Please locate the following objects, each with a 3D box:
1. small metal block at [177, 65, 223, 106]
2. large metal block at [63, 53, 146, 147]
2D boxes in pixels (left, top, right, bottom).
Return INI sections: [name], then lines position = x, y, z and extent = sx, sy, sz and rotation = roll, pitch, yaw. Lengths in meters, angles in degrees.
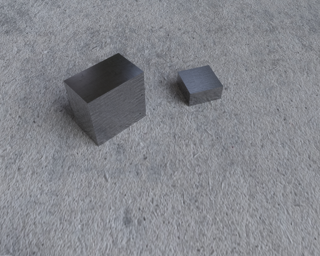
[small metal block]
position = 0.058, -0.063, 0.457
extent = 0.050, 0.025, 0.050
rotation = -14, 52, -12
[large metal block]
position = -0.066, -0.036, 0.397
extent = 0.080, 0.080, 0.050
rotation = -35, 58, -26
